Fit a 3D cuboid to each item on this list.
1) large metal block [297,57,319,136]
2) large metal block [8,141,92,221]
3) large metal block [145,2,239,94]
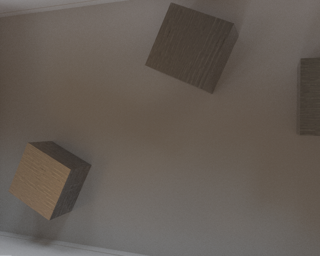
[{"bbox_3d":[0.191,-0.032,0.330,0.080,0.050,0.080,1,90,20],"label":"large metal block"},{"bbox_3d":[-0.161,0.074,0.454,0.080,0.050,0.080,27,99,18],"label":"large metal block"},{"bbox_3d":[0.040,-0.096,0.383,0.080,0.050,0.080,26,99,18],"label":"large metal block"}]
